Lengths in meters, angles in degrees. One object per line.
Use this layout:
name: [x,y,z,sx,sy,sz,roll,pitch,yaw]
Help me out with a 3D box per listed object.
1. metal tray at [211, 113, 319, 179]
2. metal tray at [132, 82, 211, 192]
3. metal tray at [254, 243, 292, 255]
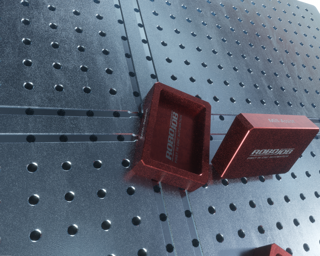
metal tray: [0.145,0.025,0.428,0.131,0.089,0.030,1,39,-28]
metal tray: [0.020,0.009,0.411,0.091,0.030,0.130,20,54,-17]
metal tray: [0.164,0.212,0.366,0.130,0.030,0.090,36,51,-5]
